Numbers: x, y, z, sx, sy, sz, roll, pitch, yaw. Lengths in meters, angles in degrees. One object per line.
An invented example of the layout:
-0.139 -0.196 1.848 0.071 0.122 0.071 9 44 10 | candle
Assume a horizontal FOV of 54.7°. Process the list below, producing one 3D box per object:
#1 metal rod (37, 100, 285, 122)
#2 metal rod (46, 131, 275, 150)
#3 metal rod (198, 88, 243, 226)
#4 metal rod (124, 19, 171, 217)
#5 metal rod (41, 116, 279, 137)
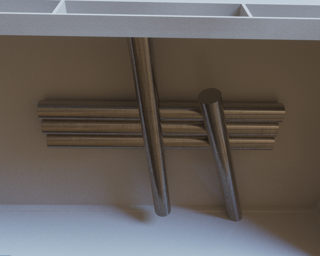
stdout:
0.003 -0.021 0.389 0.302 0.025 0.025 1 130 -1 | metal rod
0.002 0.017 0.422 0.302 0.025 0.025 1 130 -1 | metal rod
0.093 0.063 0.436 0.025 0.025 0.299 -12 136 10 | metal rod
-0.008 0.015 0.387 0.025 0.025 0.298 -4 130 3 | metal rod
0.001 -0.002 0.405 0.302 0.025 0.025 1 130 -1 | metal rod
